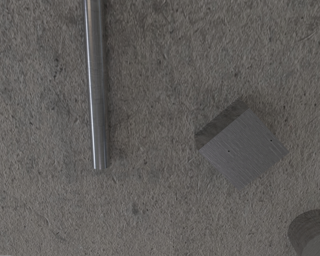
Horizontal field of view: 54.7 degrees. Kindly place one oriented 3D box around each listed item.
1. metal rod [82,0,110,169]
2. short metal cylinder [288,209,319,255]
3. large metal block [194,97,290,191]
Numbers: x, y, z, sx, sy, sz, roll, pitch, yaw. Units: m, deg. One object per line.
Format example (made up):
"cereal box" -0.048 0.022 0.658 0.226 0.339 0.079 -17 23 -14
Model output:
"metal rod" -0.078 -0.088 0.376 0.025 0.025 0.298 1 110 -1
"short metal cylinder" 0.241 0.170 0.462 0.081 0.050 0.079 0 110 0
"large metal block" 0.104 0.020 0.405 0.080 0.050 0.080 -42 105 14
